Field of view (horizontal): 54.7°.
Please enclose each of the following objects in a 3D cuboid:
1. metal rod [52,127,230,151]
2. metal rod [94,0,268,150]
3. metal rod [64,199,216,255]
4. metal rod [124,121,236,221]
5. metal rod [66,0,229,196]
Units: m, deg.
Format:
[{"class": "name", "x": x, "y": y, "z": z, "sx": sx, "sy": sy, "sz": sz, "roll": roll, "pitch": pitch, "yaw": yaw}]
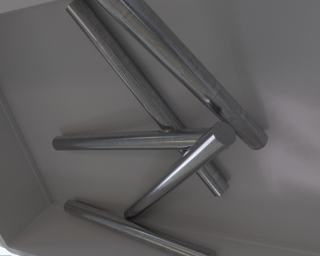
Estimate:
[{"class": "metal rod", "x": -0.048, "y": 0.018, "z": 0.422, "sx": 0.300, "sy": 0.025, "sz": 0.025, "roll": -4, "pitch": 117, "yaw": 37}, {"class": "metal rod", "x": 0.019, "y": -0.055, "z": 0.267, "sx": 0.025, "sy": 0.025, "sz": 0.301, "roll": -19, "pitch": 140, "yaw": 35}, {"class": "metal rod", "x": -0.051, "y": 0.162, "z": 0.502, "sx": 0.300, "sy": 0.025, "sz": 0.025, "roll": 7, "pitch": 122, "yaw": 36}, {"class": "metal rod", "x": 0.005, "y": 0.075, "z": 0.407, "sx": 0.025, "sy": 0.025, "sz": 0.298, "roll": 39, "pitch": 143, "yaw": 1}, {"class": "metal rod", "x": -0.010, "y": -0.032, "z": 0.393, "sx": 0.025, "sy": 0.025, "sz": 0.300, "roll": -32, "pitch": 101, "yaw": 38}]
